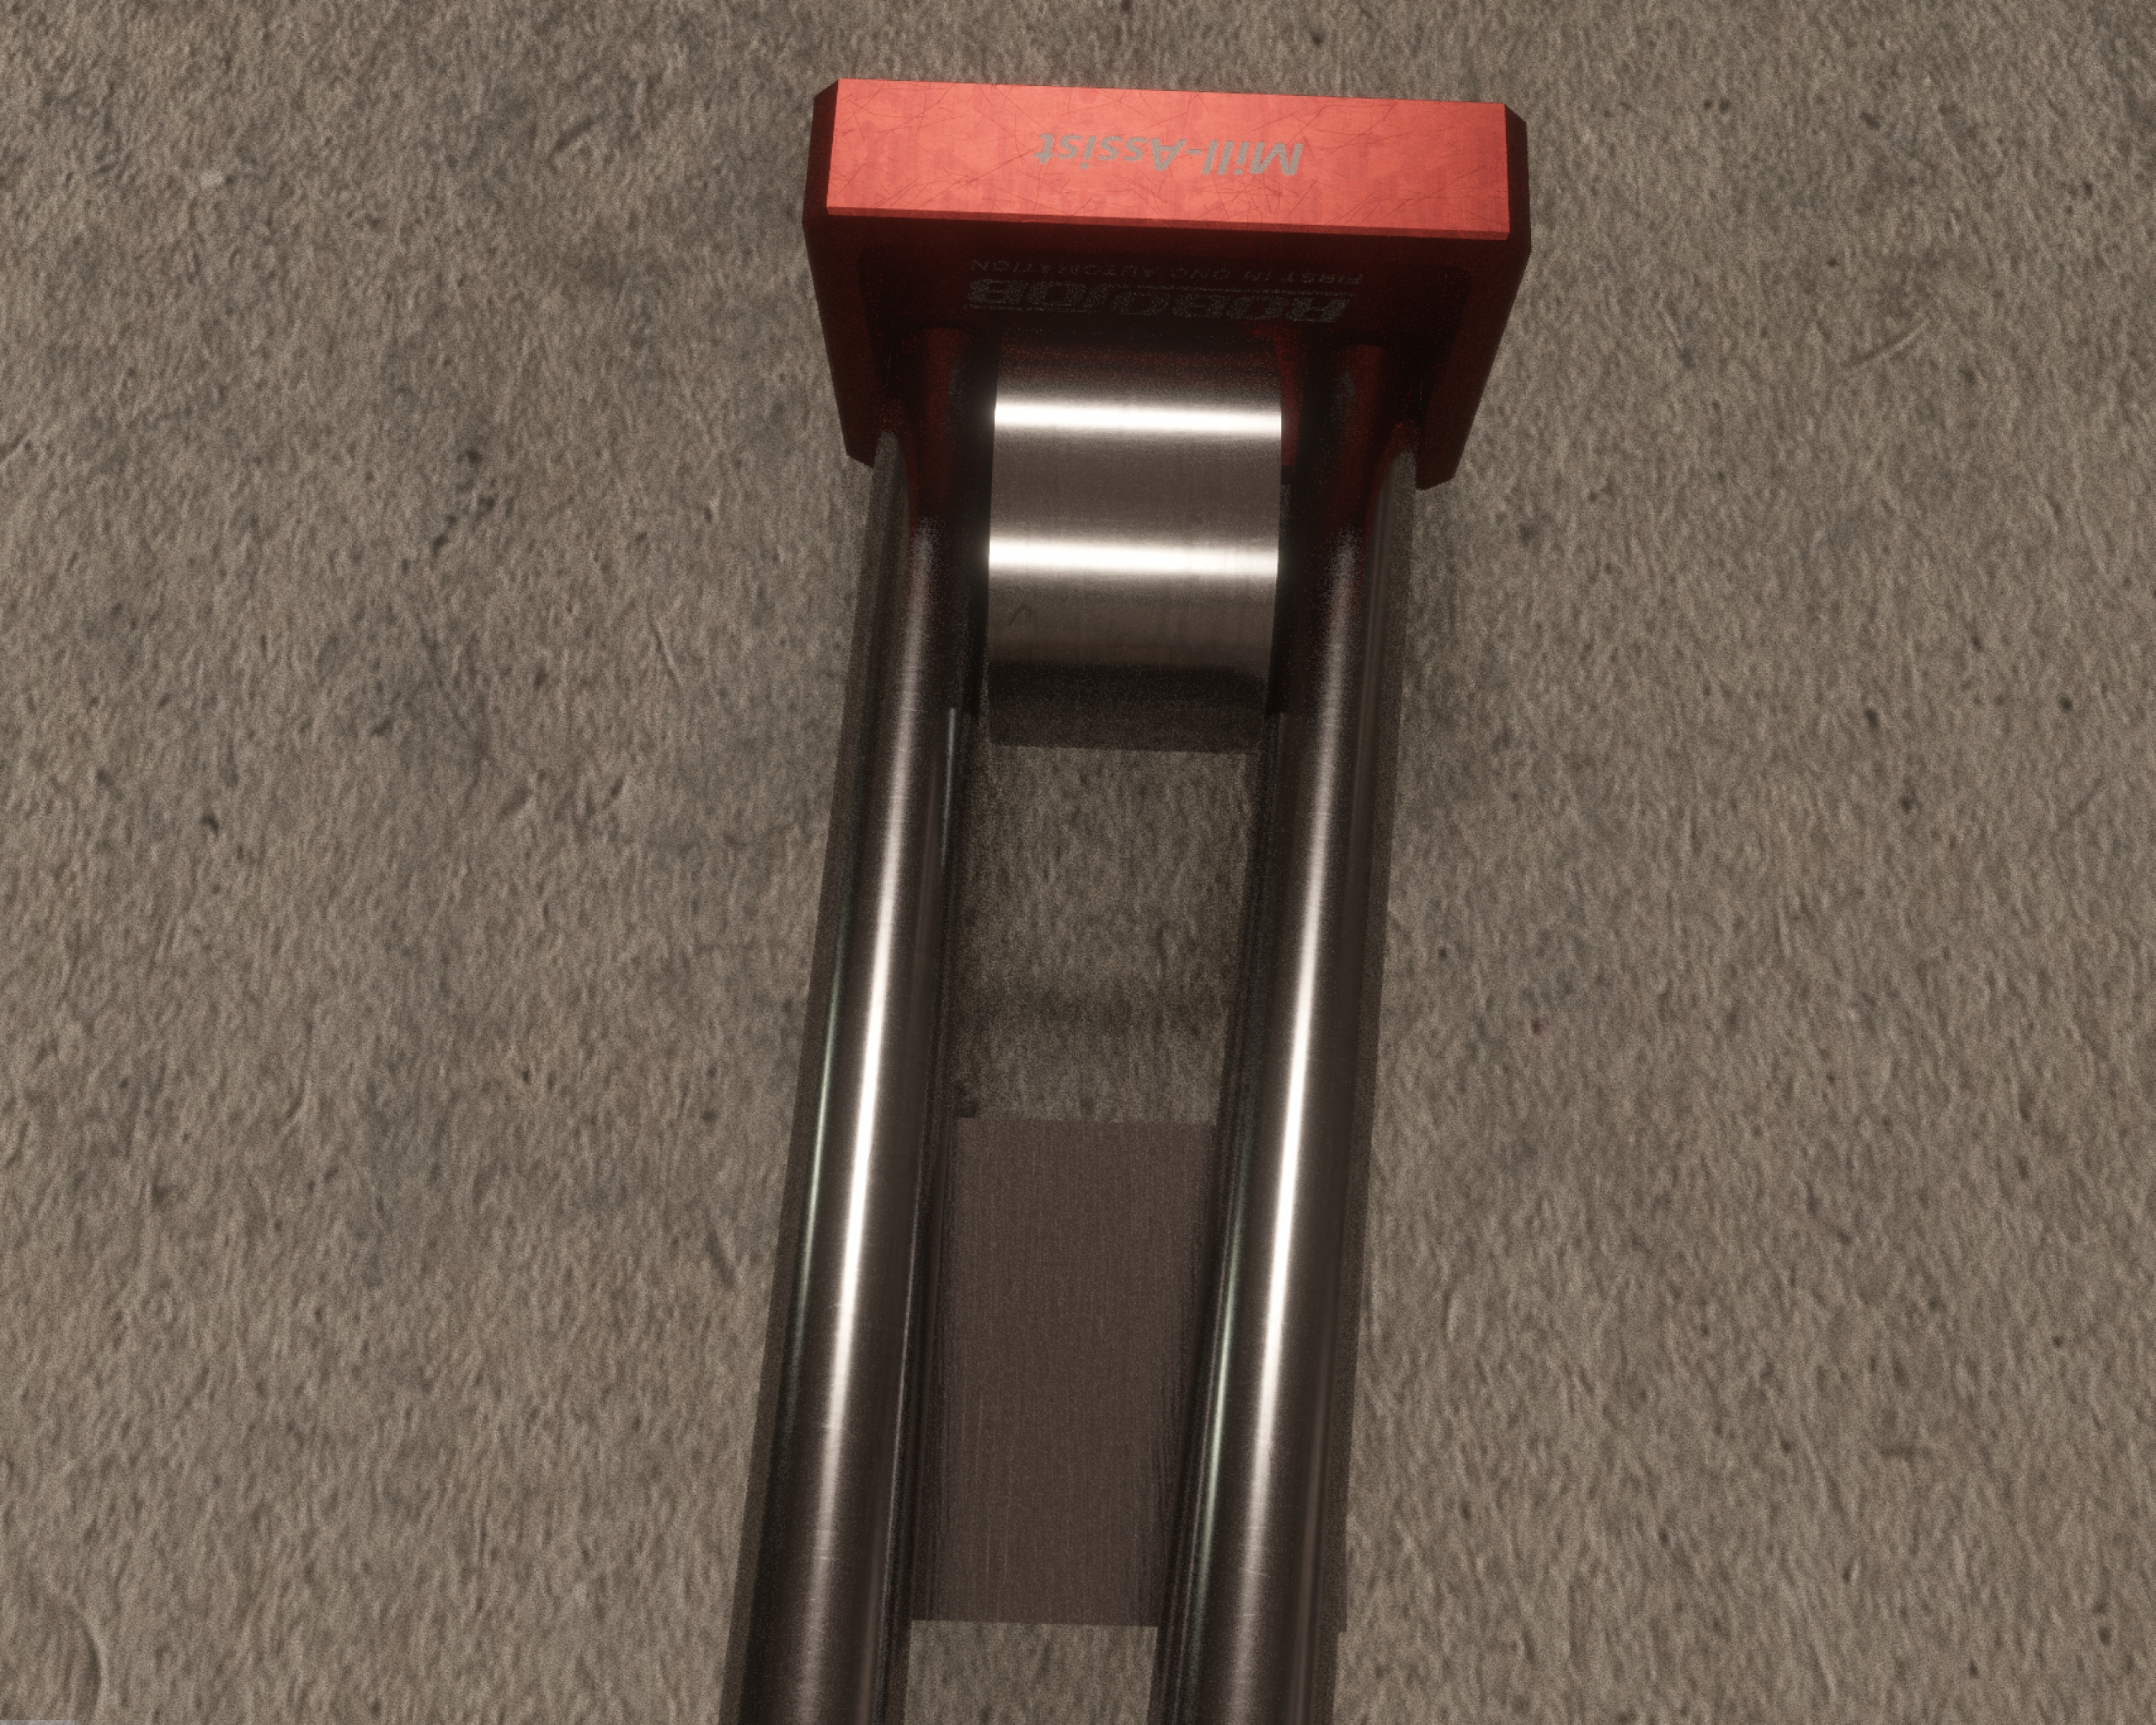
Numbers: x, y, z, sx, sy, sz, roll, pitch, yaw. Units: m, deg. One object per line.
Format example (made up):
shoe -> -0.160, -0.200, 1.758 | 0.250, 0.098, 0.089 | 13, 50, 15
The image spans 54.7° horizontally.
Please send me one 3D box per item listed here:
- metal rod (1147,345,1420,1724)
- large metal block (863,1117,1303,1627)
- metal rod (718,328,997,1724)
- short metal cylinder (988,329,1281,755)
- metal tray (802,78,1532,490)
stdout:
metal rod -> 0.039, 0.022, 0.352 | 0.025, 0.025, 0.300 | 8, 55, 2
large metal block -> 0.003, 0.089, 0.361 | 0.081, 0.050, 0.080 | 2, 70, 0
metal rod -> -0.033, 0.019, 0.353 | 0.025, 0.025, 0.300 | 2, 55, 0
short metal cylinder -> 0.010, -0.062, 0.403 | 0.050, 0.080, 0.080 | 2, 70, 0
metal tray -> 0.016, -0.112, 0.416 | 0.131, 0.090, 0.030 | 2, 70, 0
